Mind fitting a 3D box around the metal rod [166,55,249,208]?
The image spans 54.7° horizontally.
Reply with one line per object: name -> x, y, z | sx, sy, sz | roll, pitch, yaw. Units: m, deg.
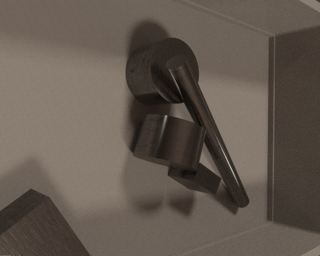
metal rod -> 0.079, 0.026, 0.434 | 0.025, 0.025, 0.299 | -55, 134, -26

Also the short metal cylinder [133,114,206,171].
short metal cylinder -> 0.012, 0.019, 0.383 | 0.080, 0.080, 0.050 | 23, 76, -38

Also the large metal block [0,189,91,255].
large metal block -> -0.124, 0.117, 0.287 | 0.080, 0.050, 0.080 | -40, 115, -33

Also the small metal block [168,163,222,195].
small metal block -> 0.048, 0.069, 0.433 | 0.050, 0.050, 0.025 | 37, 67, -34

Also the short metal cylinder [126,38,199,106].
short metal cylinder -> 0.004, -0.070, 0.395 | 0.081, 0.050, 0.079 | 0, 90, -40
